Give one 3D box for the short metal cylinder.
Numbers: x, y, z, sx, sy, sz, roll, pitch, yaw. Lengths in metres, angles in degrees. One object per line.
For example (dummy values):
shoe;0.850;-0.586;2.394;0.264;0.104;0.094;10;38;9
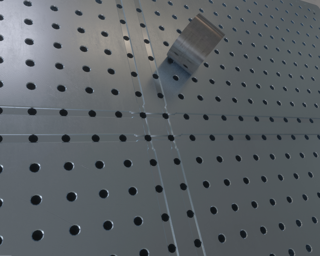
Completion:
short metal cylinder;0.055;-0.129;0.481;0.050;0.080;0.080;39;51;-2
